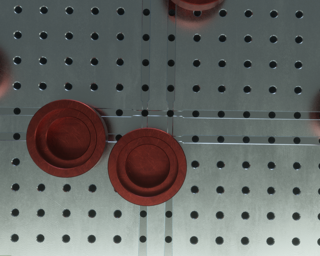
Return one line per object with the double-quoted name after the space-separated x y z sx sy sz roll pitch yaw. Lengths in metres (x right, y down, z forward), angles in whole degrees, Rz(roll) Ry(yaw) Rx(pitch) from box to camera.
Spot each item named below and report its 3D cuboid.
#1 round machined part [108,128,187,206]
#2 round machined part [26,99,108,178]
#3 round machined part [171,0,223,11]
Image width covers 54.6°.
-0.016 0.048 0.405 0.099 0.042 0.097 0 90 0 "round machined part"
-0.116 0.013 0.404 0.099 0.042 0.097 0 90 0 "round machined part"
0.049 -0.201 0.405 0.099 0.042 0.097 0 90 0 "round machined part"
